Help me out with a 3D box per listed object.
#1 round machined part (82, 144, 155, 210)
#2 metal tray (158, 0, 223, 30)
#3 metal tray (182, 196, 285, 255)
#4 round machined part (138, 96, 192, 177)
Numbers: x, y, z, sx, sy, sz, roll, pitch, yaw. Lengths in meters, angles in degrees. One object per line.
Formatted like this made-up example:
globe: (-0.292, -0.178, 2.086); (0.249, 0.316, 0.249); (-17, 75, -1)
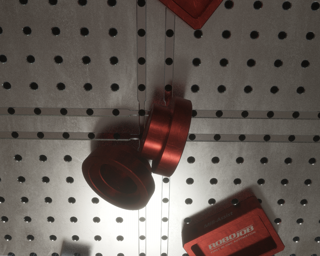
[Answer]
round machined part: (-0.050, 0.060, 0.411); (0.098, 0.042, 0.097); (17, 134, 19)
metal tray: (0.019, -0.184, 0.342); (0.130, 0.030, 0.090); (36, 106, -13)
metal tray: (0.111, 0.173, 0.476); (0.130, 0.030, 0.090); (-30, 108, 10)
round machined part: (0.003, 0.007, 0.377); (0.042, 0.098, 0.097); (16, 109, -6)
